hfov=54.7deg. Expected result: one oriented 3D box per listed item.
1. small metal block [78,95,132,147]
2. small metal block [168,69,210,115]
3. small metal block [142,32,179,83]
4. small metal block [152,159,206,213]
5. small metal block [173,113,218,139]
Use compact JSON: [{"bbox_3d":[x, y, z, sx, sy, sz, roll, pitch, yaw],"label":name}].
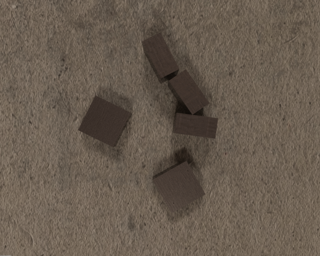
[{"bbox_3d":[-0.071,-0.009,0.409,0.050,0.025,0.050,26,90,-1],"label":"small metal block"},{"bbox_3d":[0.035,-0.044,0.398,0.025,0.050,0.050,-35,90,0],"label":"small metal block"},{"bbox_3d":[0.001,-0.088,0.397,0.025,0.050,0.050,-27,90,0],"label":"small metal block"},{"bbox_3d":[0.024,0.076,0.410,0.050,0.025,0.050,-29,90,-1],"label":"small metal block"},{"bbox_3d":[0.043,-0.003,0.398,0.050,0.050,0.025,8,90,-1],"label":"small metal block"}]
